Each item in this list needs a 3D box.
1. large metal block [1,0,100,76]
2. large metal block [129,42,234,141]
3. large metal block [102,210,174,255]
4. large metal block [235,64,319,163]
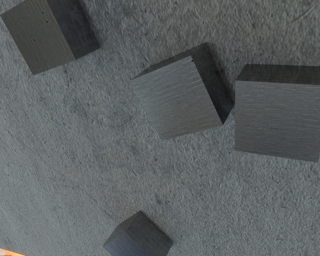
[{"bbox_3d":[-0.136,-0.120,0.388,0.080,0.050,0.080,-10,114,32],"label":"large metal block"},{"bbox_3d":[0.026,-0.039,0.352,0.080,0.050,0.080,-16,110,34],"label":"large metal block"},{"bbox_3d":[-0.039,0.201,0.536,0.080,0.050,0.080,45,129,-3],"label":"large metal block"},{"bbox_3d":[0.123,-0.018,0.315,0.080,0.050,0.079,7,122,24],"label":"large metal block"}]
